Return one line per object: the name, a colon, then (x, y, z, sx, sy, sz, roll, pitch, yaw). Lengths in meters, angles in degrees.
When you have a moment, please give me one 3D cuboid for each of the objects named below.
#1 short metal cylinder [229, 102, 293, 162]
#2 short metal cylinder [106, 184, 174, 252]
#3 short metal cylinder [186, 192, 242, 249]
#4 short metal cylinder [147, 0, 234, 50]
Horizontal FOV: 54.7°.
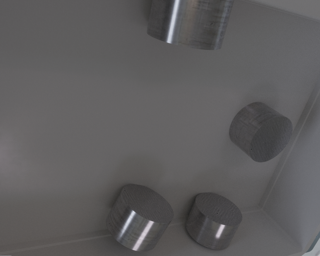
short metal cylinder: (0.156, 0.006, 0.481, 0.081, 0.050, 0.079, -14, 124, -21)
short metal cylinder: (-0.028, 0.124, 0.434, 0.081, 0.080, 0.050, 18, 109, -35)
short metal cylinder: (0.089, 0.153, 0.516, 0.081, 0.080, 0.050, 4, 116, -30)
short metal cylinder: (0.030, -0.116, 0.317, 0.081, 0.080, 0.050, -3, 120, -27)
